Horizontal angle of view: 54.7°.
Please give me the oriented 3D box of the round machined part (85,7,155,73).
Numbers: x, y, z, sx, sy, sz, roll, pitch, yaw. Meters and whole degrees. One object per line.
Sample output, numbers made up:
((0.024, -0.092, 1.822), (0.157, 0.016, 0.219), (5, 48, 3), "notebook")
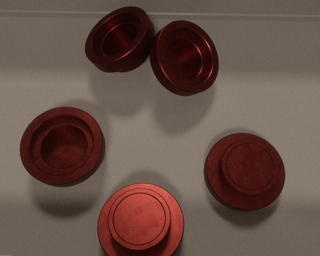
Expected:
((-0.051, -0.116, 0.429), (0.098, 0.042, 0.098), (-13, 58, 22), "round machined part")

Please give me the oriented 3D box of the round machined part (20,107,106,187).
((-0.118, 0.026, 0.390), (0.099, 0.042, 0.098), (0, 70, -1), "round machined part")

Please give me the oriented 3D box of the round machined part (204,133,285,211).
((0.106, 0.052, 0.383), (0.099, 0.042, 0.098), (0, 70, -1), "round machined part")

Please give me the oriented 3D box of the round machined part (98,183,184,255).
((-0.022, 0.107, 0.350), (0.099, 0.042, 0.098), (-1, 57, 1), "round machined part")

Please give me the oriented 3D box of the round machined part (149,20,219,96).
((0.028, -0.090, 0.419), (0.099, 0.042, 0.097), (5, 80, -30), "round machined part")
